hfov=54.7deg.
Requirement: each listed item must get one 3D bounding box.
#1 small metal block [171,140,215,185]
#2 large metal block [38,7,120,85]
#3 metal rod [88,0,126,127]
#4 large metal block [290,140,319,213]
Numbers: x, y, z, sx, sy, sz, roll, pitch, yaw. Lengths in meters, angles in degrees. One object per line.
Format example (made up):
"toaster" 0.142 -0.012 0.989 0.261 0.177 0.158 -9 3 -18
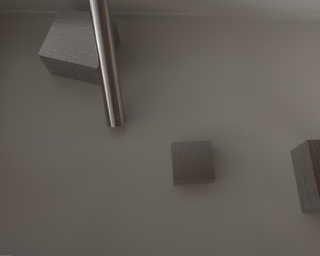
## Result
"small metal block" 0.040 0.044 0.394 0.050 0.025 0.050 -2 70 -2
"large metal block" -0.110 -0.114 0.437 0.080 0.050 0.080 14 71 4
"metal rod" -0.074 -0.148 0.378 0.025 0.025 0.298 -7 104 -3
"large metal block" 0.216 0.059 0.378 0.081 0.050 0.080 -2 70 -1
